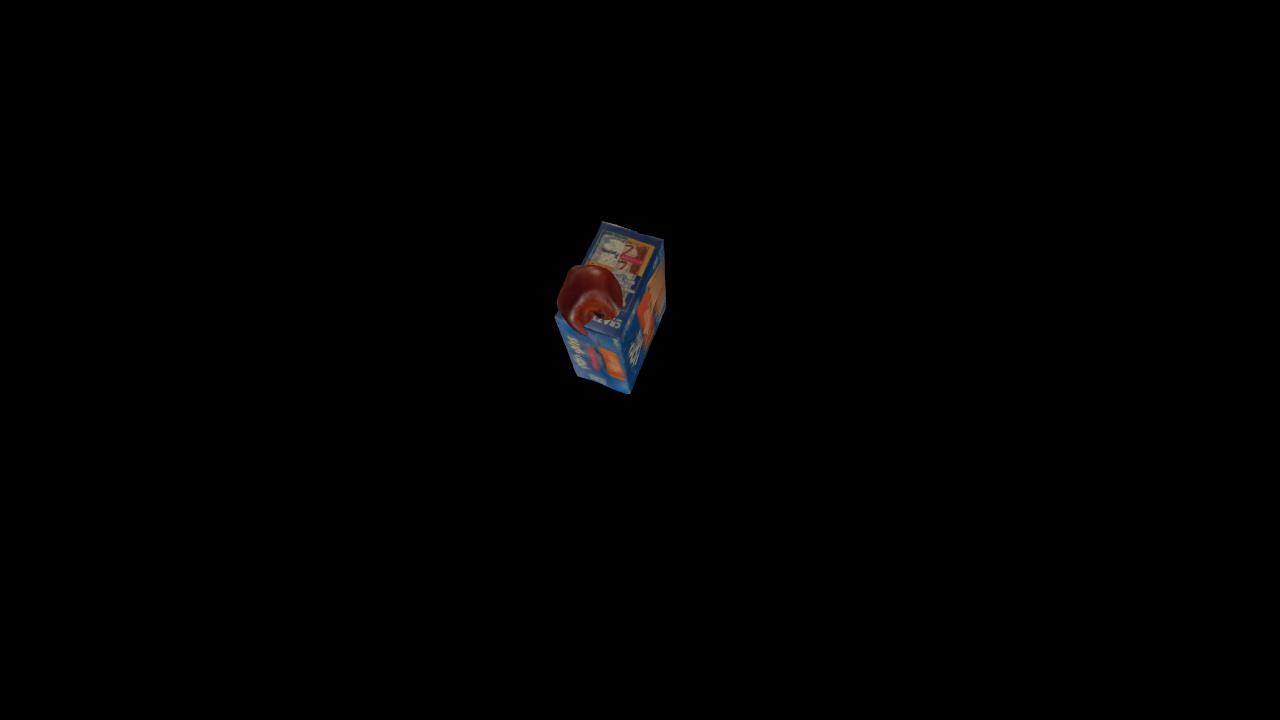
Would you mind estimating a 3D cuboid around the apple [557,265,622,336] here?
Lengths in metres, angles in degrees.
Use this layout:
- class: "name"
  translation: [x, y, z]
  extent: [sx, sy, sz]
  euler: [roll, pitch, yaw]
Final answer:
- class: "apple"
  translation: [-0.054, -0.069, 0.698]
  extent: [0.079, 0.079, 0.093]
  euler: [0, 34, -16]

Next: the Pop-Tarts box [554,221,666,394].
- class: "Pop-Tarts box"
  translation: [-0.028, -0.059, 0.768]
  extent: [0.083, 0.141, 0.167]
  euler: [19, -22, 12]
